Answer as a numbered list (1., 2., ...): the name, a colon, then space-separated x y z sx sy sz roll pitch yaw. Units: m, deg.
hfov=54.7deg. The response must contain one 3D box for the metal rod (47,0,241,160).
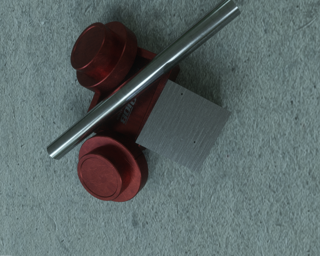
1. metal rod: -0.032 -0.053 0.390 0.300 0.025 0.025 -37 78 16

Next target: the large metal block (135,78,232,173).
1. large metal block: 0.026 -0.005 0.372 0.080 0.050 0.080 27 99 -7

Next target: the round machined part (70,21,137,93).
1. round machined part: -0.080 -0.098 0.408 0.098 0.042 0.098 -19 59 34

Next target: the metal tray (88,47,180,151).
1. metal tray: -0.040 -0.043 0.421 0.090 0.030 0.129 26 98 18

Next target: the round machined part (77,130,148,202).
1. round machined part: -0.068 0.056 0.407 0.098 0.042 0.097 10 115 23
